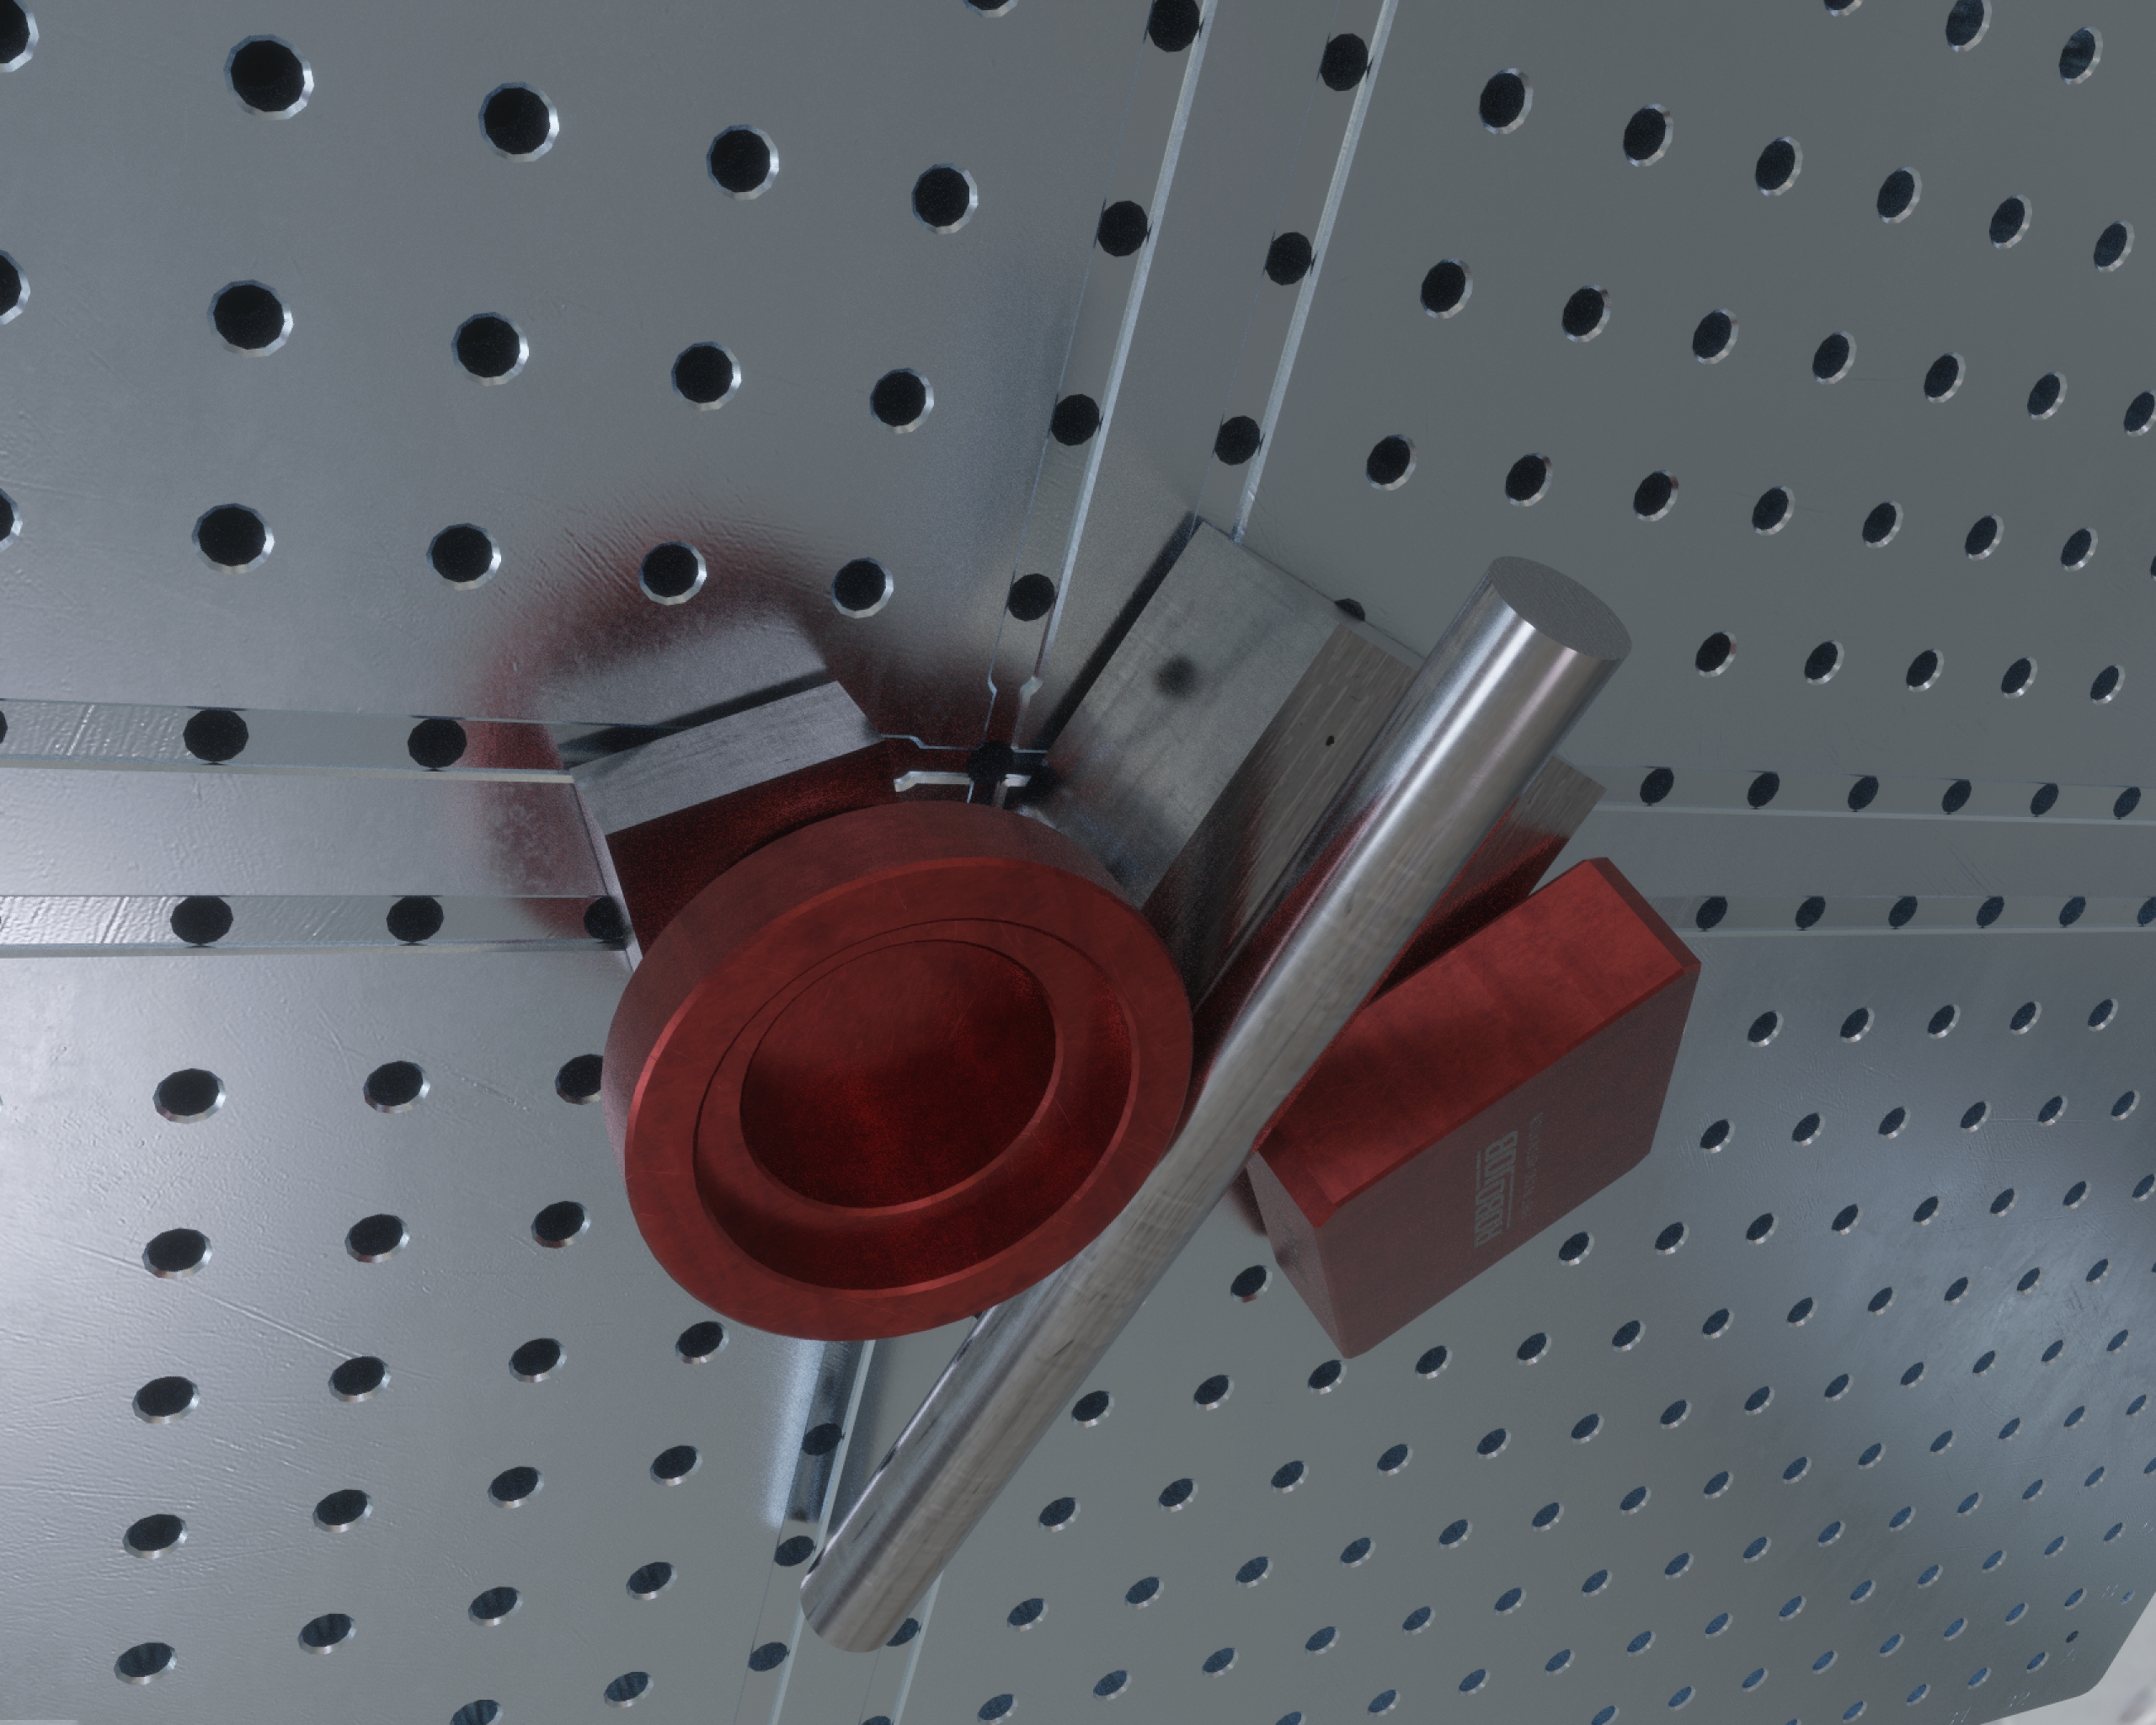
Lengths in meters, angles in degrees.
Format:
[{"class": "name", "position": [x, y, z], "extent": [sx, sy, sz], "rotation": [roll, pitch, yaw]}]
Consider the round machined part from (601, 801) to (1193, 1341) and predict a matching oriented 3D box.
[{"class": "round machined part", "position": [-0.033, 0.032, 0.362], "extent": [0.099, 0.042, 0.097], "rotation": [-12, 124, -18]}]

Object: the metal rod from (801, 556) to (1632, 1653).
[{"class": "metal rod", "position": [0.010, 0.067, 0.402], "extent": [0.025, 0.025, 0.298], "rotation": [6, 131, -31]}]

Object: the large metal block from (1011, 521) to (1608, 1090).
[{"class": "large metal block", "position": [0.041, -0.007, 0.409], "extent": [0.080, 0.050, 0.080], "rotation": [25, 105, -37]}]

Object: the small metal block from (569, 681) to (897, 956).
[{"class": "small metal block", "position": [-0.058, 0.001, 0.377], "extent": [0.050, 0.025, 0.050], "rotation": [-20, 126, -17]}]

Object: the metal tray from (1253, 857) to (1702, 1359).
[{"class": "metal tray", "position": [0.084, 0.058, 0.453], "extent": [0.090, 0.030, 0.130], "rotation": [-33, 154, -6]}]
